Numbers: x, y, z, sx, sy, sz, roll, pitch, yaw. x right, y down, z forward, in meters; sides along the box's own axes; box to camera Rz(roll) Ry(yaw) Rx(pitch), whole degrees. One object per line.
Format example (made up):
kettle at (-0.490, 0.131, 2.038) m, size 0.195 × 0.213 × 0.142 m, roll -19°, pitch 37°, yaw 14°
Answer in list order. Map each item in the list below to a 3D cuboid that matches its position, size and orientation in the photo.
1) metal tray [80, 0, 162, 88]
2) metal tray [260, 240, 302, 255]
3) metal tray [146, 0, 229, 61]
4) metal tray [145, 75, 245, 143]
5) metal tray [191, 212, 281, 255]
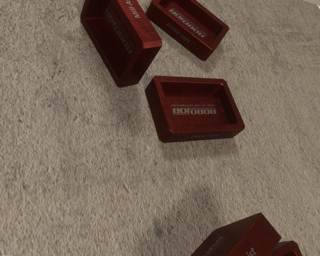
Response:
metal tray at (-0.057, -0.131, 0.412) m, size 0.030 × 0.090 × 0.130 m, roll -20°, pitch 72°, yaw -36°
metal tray at (0.120, 0.190, 0.343) m, size 0.131 × 0.030 × 0.090 m, roll -7°, pitch 70°, yaw -34°
metal tray at (0.051, -0.187, 0.543) m, size 0.130 × 0.030 × 0.090 m, roll 37°, pitch 51°, yaw -4°
metal tray at (0.052, -0.028, 0.447) m, size 0.131 × 0.030 × 0.090 m, roll -3°, pitch 63°, yaw -30°
metal tray at (0.051, 0.142, 0.304) m, size 0.131 × 0.090 × 0.030 m, roll -32°, pitch 80°, yaw -38°
